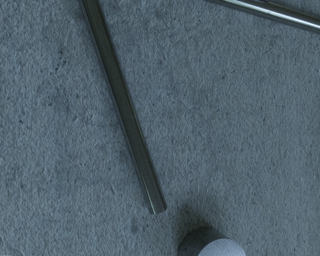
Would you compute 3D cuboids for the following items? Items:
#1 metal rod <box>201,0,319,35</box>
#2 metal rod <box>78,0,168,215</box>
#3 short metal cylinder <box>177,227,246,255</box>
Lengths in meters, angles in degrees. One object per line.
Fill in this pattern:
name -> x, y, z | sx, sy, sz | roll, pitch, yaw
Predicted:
metal rod -> 0.162, -0.178, 0.468 | 0.302, 0.025, 0.025 | 7, 88, -20
metal rod -> -0.047, -0.033, 0.391 | 0.025, 0.025, 0.298 | -20, 97, -19
short metal cylinder -> 0.070, 0.182, 0.422 | 0.081, 0.050, 0.080 | 0, 90, -20
